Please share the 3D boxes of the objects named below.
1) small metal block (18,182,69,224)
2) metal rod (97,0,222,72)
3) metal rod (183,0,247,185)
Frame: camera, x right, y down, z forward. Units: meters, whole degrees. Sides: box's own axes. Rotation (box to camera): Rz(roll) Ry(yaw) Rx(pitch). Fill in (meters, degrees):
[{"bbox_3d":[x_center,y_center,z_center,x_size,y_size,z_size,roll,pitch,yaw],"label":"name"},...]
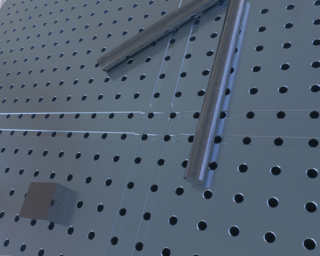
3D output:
[{"bbox_3d":[-0.160,0.103,0.429,0.050,0.025,0.050,-4,60,26],"label":"small metal block"},{"bbox_3d":[0.030,-0.179,0.502,0.300,0.025,0.025,-30,52,9],"label":"metal rod"},{"bbox_3d":[0.080,-0.071,0.410,0.025,0.025,0.300,3,63,29],"label":"metal rod"}]
